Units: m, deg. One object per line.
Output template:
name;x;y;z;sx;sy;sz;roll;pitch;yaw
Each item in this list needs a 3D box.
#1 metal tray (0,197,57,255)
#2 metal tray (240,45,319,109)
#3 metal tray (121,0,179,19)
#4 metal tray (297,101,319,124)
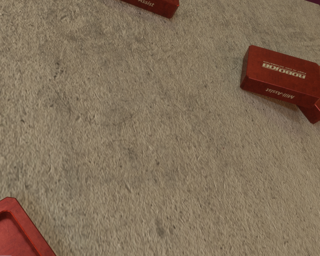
metal tray;-0.127;0.134;0.250;0.091;0.030;0.130;-33;80;-38
metal tray;0.213;-0.092;0.548;0.131;0.030;0.090;16;53;1
metal tray;-0.032;-0.250;0.535;0.131;0.030;0.090;13;56;-21
metal tray;0.312;-0.070;0.611;0.131;0.030;0.090;-24;75;-36
